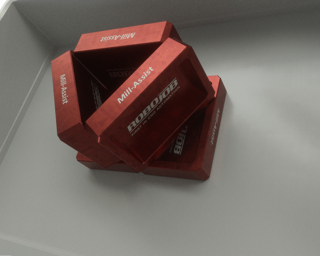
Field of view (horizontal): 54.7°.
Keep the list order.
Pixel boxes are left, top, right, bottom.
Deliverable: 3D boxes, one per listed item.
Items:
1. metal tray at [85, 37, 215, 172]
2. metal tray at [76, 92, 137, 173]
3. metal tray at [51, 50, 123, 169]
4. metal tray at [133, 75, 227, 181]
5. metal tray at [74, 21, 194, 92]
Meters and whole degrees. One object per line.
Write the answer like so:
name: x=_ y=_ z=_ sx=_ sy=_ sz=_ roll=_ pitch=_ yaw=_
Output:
metal tray: x=-0.005 y=-0.022 z=0.338 sx=0.130 sy=0.090 sz=0.030 roll=-46 pitch=51 yaw=-4
metal tray: x=-0.054 y=-0.005 z=0.434 sx=0.090 sy=0.030 sz=0.130 roll=1 pitch=61 yaw=28
metal tray: x=-0.089 y=-0.024 z=0.384 sx=0.030 sy=0.090 sz=0.130 roll=-28 pitch=52 yaw=11
metal tray: x=0.026 y=-0.003 z=0.390 sx=0.090 sy=0.030 sz=0.130 roll=1 pitch=61 yaw=29
metal tray: x=-0.030 y=-0.083 z=0.388 sx=0.130 sy=0.090 sz=0.030 roll=2 pitch=63 yaw=29
